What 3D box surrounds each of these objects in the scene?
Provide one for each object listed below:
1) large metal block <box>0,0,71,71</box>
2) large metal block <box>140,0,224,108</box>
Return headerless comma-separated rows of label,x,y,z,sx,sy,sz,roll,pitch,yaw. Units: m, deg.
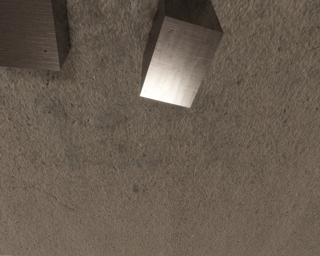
large metal block,-0.136,-0.106,0.299,0.081,0.050,0.079,4,130,-4
large metal block,0.016,-0.080,0.303,0.050,0.080,0.079,13,129,-11
